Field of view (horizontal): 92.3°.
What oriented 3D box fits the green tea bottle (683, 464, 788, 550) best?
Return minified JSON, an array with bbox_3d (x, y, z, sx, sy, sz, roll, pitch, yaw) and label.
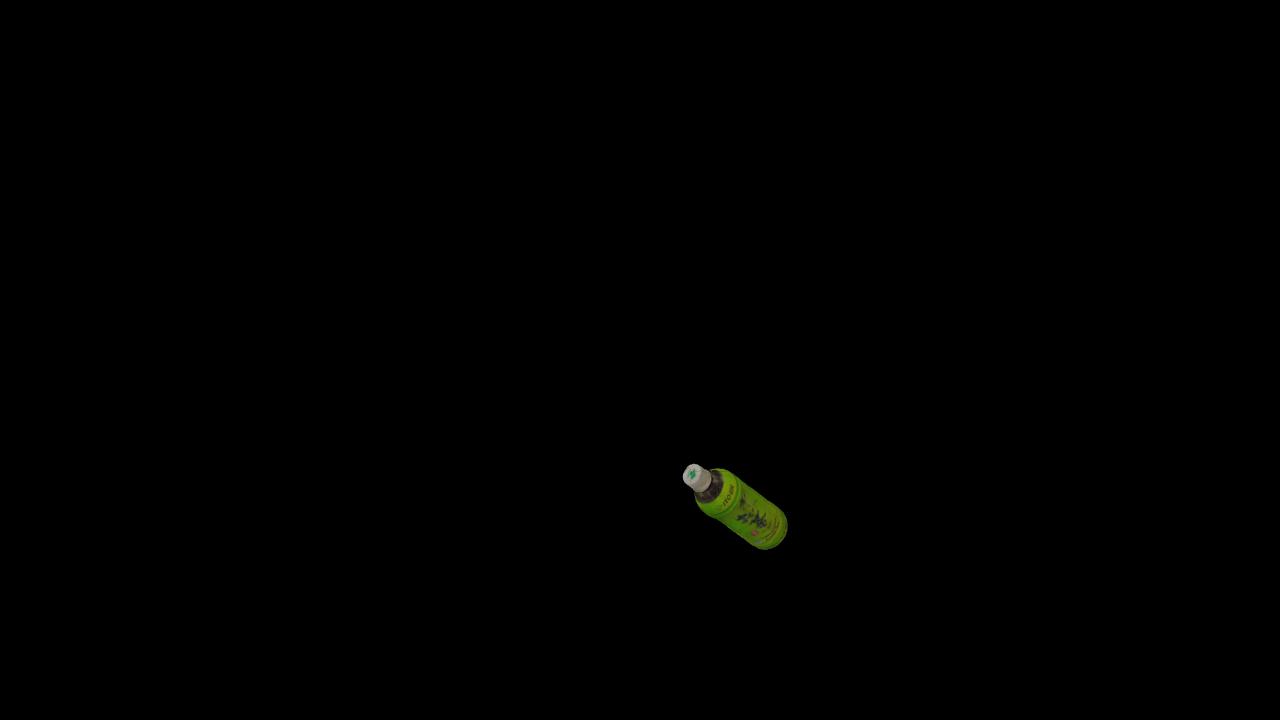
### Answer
[{"bbox_3d":[0.134,0.205,0.884,0.073,0.073,0.212,0,-32,48],"label":"green tea bottle"}]
